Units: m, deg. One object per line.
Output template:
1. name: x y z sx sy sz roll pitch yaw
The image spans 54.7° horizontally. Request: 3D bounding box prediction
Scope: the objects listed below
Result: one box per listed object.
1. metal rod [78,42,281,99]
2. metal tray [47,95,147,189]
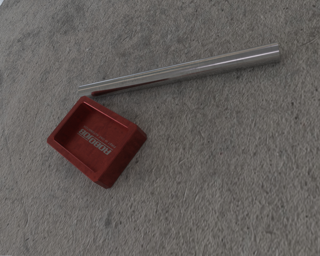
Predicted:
1. metal rod: 0.012 -0.076 0.444 0.300 0.025 0.025 -8 58 24
2. metal tray: -0.093 0.015 0.439 0.130 0.030 0.090 28 77 37
